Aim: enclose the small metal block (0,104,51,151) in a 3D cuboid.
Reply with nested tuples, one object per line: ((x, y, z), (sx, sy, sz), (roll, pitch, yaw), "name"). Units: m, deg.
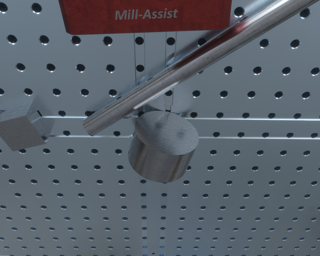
((-0.182, 0.000, 0.409), (0.050, 0.025, 0.050), (-13, 129, 10), "small metal block")

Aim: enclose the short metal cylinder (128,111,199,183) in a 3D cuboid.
((0.003, 0.022, 0.395), (0.081, 0.080, 0.050), (10, 129, -9), "short metal cylinder")

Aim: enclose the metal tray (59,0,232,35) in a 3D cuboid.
((-0.011, -0.116, 0.270), (0.131, 0.090, 0.030), (-2, 130, 1), "metal tray")

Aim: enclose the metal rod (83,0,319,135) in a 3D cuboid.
((0.029, -0.069, 0.353), (0.300, 0.025, 0.025), (-29, 125, 22), "metal rod")
